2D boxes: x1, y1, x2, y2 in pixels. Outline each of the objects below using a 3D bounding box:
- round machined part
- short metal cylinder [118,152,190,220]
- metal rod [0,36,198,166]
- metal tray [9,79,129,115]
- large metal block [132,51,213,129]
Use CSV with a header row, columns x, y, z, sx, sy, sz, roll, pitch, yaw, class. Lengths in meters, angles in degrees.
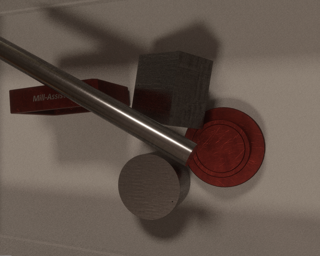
x,y,z,sx,sy,sz,roll,pitch,yaw,class
0.076,0.023,0.374,0.098,0.042,0.097,0,90,19,round machined part
-0.006,0.071,0.399,0.080,0.050,0.079,0,90,19,short metal cylinder
-0.095,-0.043,0.345,0.301,0.025,0.025,29,99,17,metal rod
-0.119,-0.038,0.416,0.130,0.090,0.030,-4,89,19,metal tray
0.012,-0.045,0.373,0.080,0.050,0.079,13,95,53,large metal block
